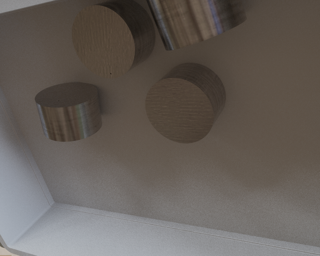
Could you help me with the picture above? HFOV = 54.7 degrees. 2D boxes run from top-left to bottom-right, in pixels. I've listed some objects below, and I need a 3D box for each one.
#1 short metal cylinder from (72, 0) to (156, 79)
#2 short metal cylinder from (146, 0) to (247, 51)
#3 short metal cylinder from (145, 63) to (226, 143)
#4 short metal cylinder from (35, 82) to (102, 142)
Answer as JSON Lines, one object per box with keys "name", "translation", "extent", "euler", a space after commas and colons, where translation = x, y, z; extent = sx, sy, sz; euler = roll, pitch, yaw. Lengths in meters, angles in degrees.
{"name": "short metal cylinder", "translation": [-0.052, -0.103, 0.356], "extent": [0.080, 0.050, 0.079], "euler": [13, 124, 21]}
{"name": "short metal cylinder", "translation": [0.033, -0.111, 0.287], "extent": [0.080, 0.080, 0.050], "euler": [-10, 113, 32]}
{"name": "short metal cylinder", "translation": [0.030, -0.029, 0.359], "extent": [0.080, 0.050, 0.079], "euler": [13, 124, 21]}
{"name": "short metal cylinder", "translation": [-0.123, -0.024, 0.423], "extent": [0.080, 0.080, 0.050], "euler": [12, 123, 22]}
